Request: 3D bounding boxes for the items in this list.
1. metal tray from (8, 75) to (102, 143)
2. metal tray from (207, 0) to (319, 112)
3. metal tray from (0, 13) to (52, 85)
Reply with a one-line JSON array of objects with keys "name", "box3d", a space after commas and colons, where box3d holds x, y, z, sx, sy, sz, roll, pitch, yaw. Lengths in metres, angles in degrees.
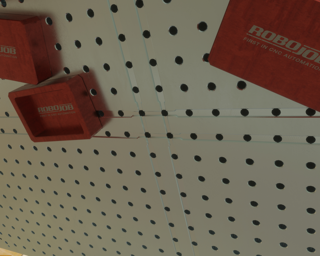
[{"name": "metal tray", "box3d": [-0.162, -0.026, 0.474, 0.130, 0.030, 0.089, -4, 117, 29]}, {"name": "metal tray", "box3d": [0.122, -0.080, 0.294, 0.130, 0.030, 0.089, 26, 128, 11]}, {"name": "metal tray", "box3d": [-0.227, -0.118, 0.452, 0.130, 0.030, 0.089, 12, 124, 21]}]
